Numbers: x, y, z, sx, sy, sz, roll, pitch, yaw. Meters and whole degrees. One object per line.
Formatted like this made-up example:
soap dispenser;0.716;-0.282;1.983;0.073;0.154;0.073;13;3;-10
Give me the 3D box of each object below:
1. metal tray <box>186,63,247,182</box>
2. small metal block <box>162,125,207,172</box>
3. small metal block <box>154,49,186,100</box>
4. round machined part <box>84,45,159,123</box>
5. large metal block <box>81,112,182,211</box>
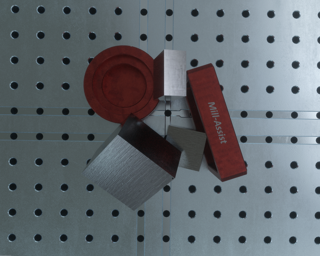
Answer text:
metal tray;0.063;-0.006;0.382;0.030;0.090;0.129;-18;90;0
small metal block;0.033;0.026;0.409;0.050;0.025;0.050;12;94;10
small metal block;0.010;-0.059;0.360;0.025;0.050;0.050;0;89;-14
round machined part;-0.046;-0.054;0.404;0.099;0.042;0.097;0;90;-1
large metal block;-0.033;0.042;0.378;0.080;0.050;0.080;39;122;-11
